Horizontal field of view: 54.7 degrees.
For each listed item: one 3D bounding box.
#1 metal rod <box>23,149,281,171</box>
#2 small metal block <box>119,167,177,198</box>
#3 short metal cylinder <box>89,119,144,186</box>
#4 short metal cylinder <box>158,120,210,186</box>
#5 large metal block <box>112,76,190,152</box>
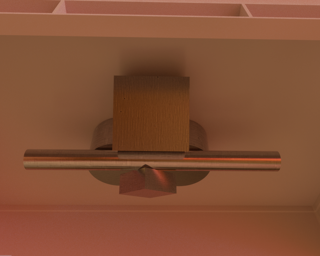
[{"bbox_3d":[-0.008,0.039,0.375,0.302,0.025,0.025,1,130,-1],"label":"metal rod"},{"bbox_3d":[-0.015,0.070,0.387,0.050,0.025,0.050,18,152,-39],"label":"small metal block"},{"bbox_3d":[-0.054,0.033,0.418,0.081,0.050,0.079,0,130,0],"label":"short metal cylinder"},{"bbox_3d":[0.027,0.034,0.421,0.081,0.050,0.079,0,130,0],"label":"short metal cylinder"},{"bbox_3d":[-0.009,-0.014,0.352,0.081,0.050,0.080,1,87,-1],"label":"large metal block"}]
